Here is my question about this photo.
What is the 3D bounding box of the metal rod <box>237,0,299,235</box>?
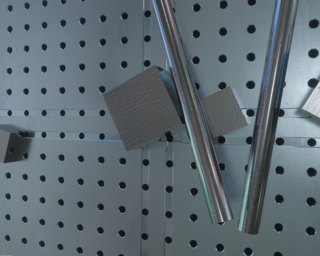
[{"bbox_3d":[0.129,-0.024,0.366,0.025,0.025,0.298,10,93,19],"label":"metal rod"}]

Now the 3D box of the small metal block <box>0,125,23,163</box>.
[{"bbox_3d":[-0.258,0.025,0.504,0.050,0.025,0.050,17,96,19],"label":"small metal block"}]

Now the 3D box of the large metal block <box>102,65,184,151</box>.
[{"bbox_3d":[-0.015,-0.024,0.405,0.080,0.050,0.080,-27,81,18],"label":"large metal block"}]

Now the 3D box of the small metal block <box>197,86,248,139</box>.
[{"bbox_3d":[0.076,-0.018,0.386,0.050,0.025,0.050,-25,82,18],"label":"small metal block"}]

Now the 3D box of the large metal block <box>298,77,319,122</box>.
[{"bbox_3d":[0.208,-0.034,0.326,0.080,0.050,0.080,32,100,17],"label":"large metal block"}]

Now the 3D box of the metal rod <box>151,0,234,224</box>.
[{"bbox_3d":[0.033,-0.039,0.375,0.025,0.025,0.299,-19,74,19],"label":"metal rod"}]
